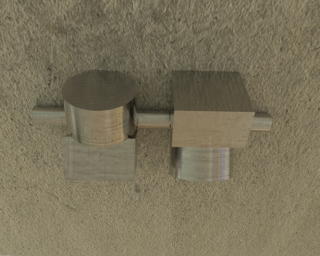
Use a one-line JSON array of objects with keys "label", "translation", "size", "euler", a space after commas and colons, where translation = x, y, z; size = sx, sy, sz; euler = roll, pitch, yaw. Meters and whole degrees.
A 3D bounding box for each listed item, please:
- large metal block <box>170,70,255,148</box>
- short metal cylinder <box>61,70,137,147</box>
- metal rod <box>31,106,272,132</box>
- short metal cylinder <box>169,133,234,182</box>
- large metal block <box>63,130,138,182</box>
[{"label": "large metal block", "translation": [0.054, -0.023, 0.353], "size": [0.081, 0.080, 0.050], "euler": [1, 130, -1]}, {"label": "short metal cylinder", "translation": [-0.066, -0.024, 0.351], "size": [0.081, 0.080, 0.050], "euler": [3, 130, -3]}, {"label": "metal rod", "translation": [-0.009, -0.012, 0.401], "size": [0.302, 0.025, 0.025], "euler": [2, 130, -2]}, {"label": "short metal cylinder", "translation": [0.052, 0.033, 0.393], "size": [0.081, 0.080, 0.050], "euler": [1, 95, -1]}, {"label": "large metal block", "translation": [-0.070, 0.031, 0.391], "size": [0.081, 0.080, 0.050], "euler": [2, 96, -2]}]
